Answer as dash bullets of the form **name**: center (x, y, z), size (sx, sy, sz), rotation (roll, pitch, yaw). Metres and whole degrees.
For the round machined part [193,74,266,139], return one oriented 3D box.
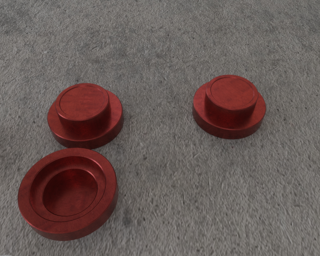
- **round machined part**: center (0.095, -0.036, 0.422), size (0.099, 0.042, 0.098), rotation (0, 50, 0)

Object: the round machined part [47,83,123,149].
- **round machined part**: center (-0.099, -0.022, 0.410), size (0.099, 0.042, 0.098), rotation (0, 50, 0)

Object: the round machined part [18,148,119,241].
- **round machined part**: center (-0.093, 0.072, 0.331), size (0.099, 0.042, 0.098), rotation (0, 50, 0)
